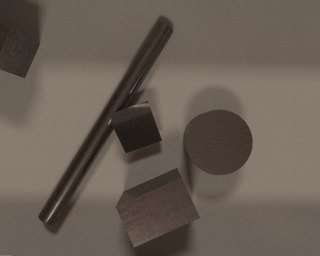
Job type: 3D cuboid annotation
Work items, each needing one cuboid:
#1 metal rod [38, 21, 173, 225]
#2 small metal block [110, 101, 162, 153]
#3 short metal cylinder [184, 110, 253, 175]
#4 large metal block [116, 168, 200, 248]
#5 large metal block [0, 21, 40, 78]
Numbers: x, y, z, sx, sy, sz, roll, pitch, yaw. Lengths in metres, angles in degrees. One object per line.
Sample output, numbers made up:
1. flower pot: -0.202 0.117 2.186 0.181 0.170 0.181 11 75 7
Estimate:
1. metal rod: -0.071 -0.006 0.410 0.025 0.025 0.299 31 90 -1
2. small metal block: -0.030 -0.001 0.398 0.050 0.025 0.050 -20 129 -1
3. short metal cylinder: 0.072 0.017 0.400 0.081 0.050 0.079 0 90 -1
4. large metal block: -0.003 0.094 0.384 0.080 0.080 0.050 -24 90 0
5. large metal block: -0.211 -0.106 0.381 0.080 0.080 0.050 24 90 -1
